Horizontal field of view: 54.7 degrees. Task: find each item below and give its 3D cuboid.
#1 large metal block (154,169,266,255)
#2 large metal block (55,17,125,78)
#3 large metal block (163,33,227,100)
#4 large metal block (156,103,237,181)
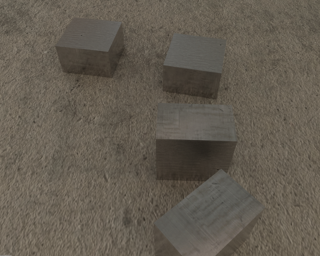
[{"bbox_3d":[0.042,0.097,0.286,0.080,0.080,0.050,-33,58,-25],"label":"large metal block"},{"bbox_3d":[-0.108,-0.129,0.495,0.080,0.050,0.080,8,50,6],"label":"large metal block"},{"bbox_3d":[0.052,-0.094,0.466,0.080,0.050,0.080,10,51,8],"label":"large metal block"},{"bbox_3d":[0.037,0.018,0.352,0.080,0.080,0.050,2,50,1],"label":"large metal block"}]
